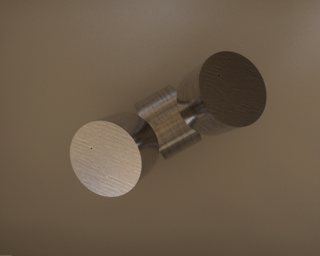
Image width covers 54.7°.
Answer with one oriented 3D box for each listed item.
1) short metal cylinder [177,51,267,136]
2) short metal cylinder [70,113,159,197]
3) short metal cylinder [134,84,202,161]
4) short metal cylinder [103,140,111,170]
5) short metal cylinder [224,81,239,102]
[{"bbox_3d":[0.065,-0.035,0.333,0.081,0.050,0.080,5,77,-21],"label":"short metal cylinder"},{"bbox_3d":[-0.047,0.026,0.332,0.080,0.050,0.079,4,104,18],"label":"short metal cylinder"},{"bbox_3d":[0.009,-0.007,0.382,0.050,0.080,0.080,-30,90,0],"label":"short metal cylinder"},{"bbox_3d":[-0.048,0.025,0.397,0.081,0.050,0.079,0,90,-1],"label":"short metal cylinder"},{"bbox_3d":[0.067,-0.037,0.398,0.081,0.050,0.079,0,90,-1],"label":"short metal cylinder"}]
